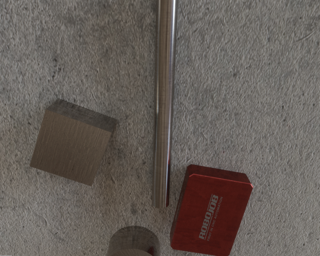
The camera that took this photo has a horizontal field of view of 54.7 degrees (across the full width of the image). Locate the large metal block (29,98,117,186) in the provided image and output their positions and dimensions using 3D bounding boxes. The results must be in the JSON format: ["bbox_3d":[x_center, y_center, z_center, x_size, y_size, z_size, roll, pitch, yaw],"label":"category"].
[{"bbox_3d":[-0.110,0.018,0.402,0.080,0.050,0.079,20,109,-8],"label":"large metal block"}]

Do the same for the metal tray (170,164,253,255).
[{"bbox_3d":[0.072,0.123,0.454,0.091,0.030,0.129,10,110,-5],"label":"metal tray"}]

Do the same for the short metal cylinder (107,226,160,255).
[{"bbox_3d":[-0.040,0.197,0.469,0.081,0.050,0.079,0,110,-1],"label":"short metal cylinder"}]

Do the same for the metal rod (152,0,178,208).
[{"bbox_3d":[0.005,-0.030,0.398,0.025,0.025,0.298,1,110,-1],"label":"metal rod"}]
